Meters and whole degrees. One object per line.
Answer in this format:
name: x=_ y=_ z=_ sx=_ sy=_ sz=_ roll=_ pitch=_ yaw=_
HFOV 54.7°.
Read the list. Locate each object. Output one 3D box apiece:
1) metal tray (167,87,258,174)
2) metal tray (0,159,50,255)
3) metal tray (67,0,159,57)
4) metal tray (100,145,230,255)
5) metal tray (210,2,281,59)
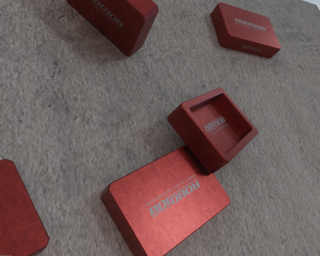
metal tray: x=0.077 y=-0.003 z=0.424 sx=0.090 sy=0.030 sz=0.131 roll=52 pitch=36 yaw=8
metal tray: x=-0.172 y=0.090 z=0.253 sx=0.131 sy=0.030 sz=0.090 roll=-22 pitch=73 yaw=-36
metal tray: x=-0.071 y=-0.172 z=0.427 sx=0.130 sy=0.090 sz=0.030 roll=43 pitch=61 yaw=1
metal tray: x=0.010 y=0.081 z=0.358 sx=0.131 sy=0.030 sz=0.090 roll=-24 pitch=75 yaw=-37
metal tray: x=0.170 y=-0.192 z=0.612 sx=0.131 sy=0.030 sz=0.090 roll=5 pitch=59 yaw=-26
